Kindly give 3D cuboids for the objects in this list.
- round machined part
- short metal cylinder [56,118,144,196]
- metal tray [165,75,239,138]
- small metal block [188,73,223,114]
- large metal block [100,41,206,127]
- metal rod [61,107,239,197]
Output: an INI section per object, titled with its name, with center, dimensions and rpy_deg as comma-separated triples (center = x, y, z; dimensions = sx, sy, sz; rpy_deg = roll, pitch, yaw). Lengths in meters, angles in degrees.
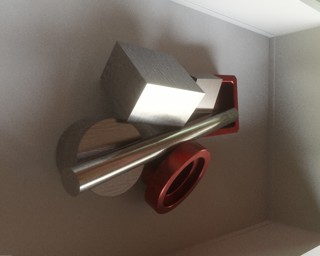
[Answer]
[round machined part]
center = 0.015, 0.056, 0.388
dimensions = 0.099, 0.042, 0.097
rpy_deg = -38, 149, -27
[short metal cylinder]
center = -0.063, 0.030, 0.336
dimensions = 0.081, 0.050, 0.079
rpy_deg = 0, 90, -40
[metal tray]
center = 0.064, -0.033, 0.456
dimensions = 0.131, 0.030, 0.089
rpy_deg = -6, 94, -40
[small metal block]
center = 0.053, -0.048, 0.423
dimensions = 0.050, 0.025, 0.050
rpy_deg = -6, 120, -40
[large metal block]
center = -0.010, -0.049, 0.352
dimensions = 0.081, 0.080, 0.050
rpy_deg = 4, 130, -39
[metal rod]
center = 0.019, 0.012, 0.369
dimensions = 0.302, 0.025, 0.025
rpy_deg = -20, 103, -49
